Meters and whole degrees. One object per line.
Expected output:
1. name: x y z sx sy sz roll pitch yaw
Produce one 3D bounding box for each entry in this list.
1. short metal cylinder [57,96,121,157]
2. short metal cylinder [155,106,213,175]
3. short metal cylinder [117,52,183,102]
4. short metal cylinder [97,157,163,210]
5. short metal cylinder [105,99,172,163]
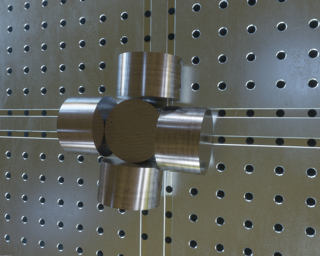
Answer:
1. short metal cylinder: -0.092 -0.003 0.416 0.050 0.080 0.079 2 91 19
2. short metal cylinder: 0.031 0.014 0.372 0.050 0.080 0.079 4 92 19
3. short metal cylinder: -0.013 -0.061 0.387 0.080 0.080 0.050 3 91 20
4. short metal cylinder: -0.037 0.068 0.395 0.080 0.080 0.050 7 92 20
5. short metal cylinder: -0.025 0.003 0.409 0.080 0.050 0.080 0 90 18
